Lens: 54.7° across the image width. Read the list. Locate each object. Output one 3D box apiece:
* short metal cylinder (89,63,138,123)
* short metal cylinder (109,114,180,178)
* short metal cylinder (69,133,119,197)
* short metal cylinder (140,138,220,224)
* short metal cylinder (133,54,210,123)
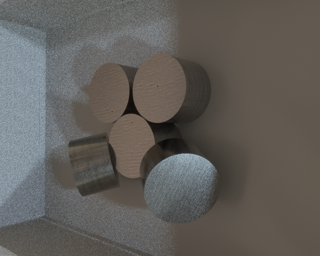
[{"bbox_3d":[-0.053,-0.046,0.428,0.080,0.050,0.079,0,90,39],"label":"short metal cylinder"},{"bbox_3d":[-0.020,0.022,0.401,0.080,0.050,0.079,0,90,39],"label":"short metal cylinder"},{"bbox_3d":[-0.091,0.050,0.434,0.050,0.080,0.080,-14,78,-6],"label":"short metal cylinder"},{"bbox_3d":[0.020,0.057,0.343,0.050,0.081,0.079,-120,44,-72],"label":"short metal cylinder"},{"bbox_3d":[0.013,-0.046,0.376,0.080,0.050,0.079,0,90,39],"label":"short metal cylinder"}]
